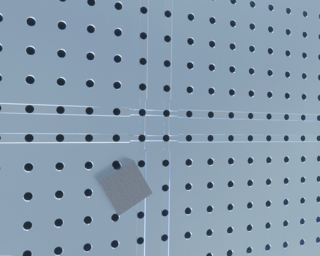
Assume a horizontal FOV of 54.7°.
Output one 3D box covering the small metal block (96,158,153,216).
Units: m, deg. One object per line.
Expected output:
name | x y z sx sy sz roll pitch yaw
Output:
small metal block | -0.046 0.074 0.397 0.050 0.025 0.050 -31 101 -18
